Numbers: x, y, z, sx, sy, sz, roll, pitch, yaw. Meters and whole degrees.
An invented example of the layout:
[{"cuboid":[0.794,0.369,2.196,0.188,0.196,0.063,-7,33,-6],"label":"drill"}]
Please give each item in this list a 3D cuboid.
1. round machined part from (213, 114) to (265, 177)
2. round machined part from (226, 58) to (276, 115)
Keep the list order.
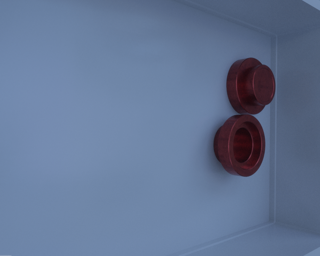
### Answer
[{"cuboid":[0.124,0.027,0.500,0.099,0.042,0.097,0,90,-40],"label":"round machined part"},{"cuboid":[0.161,-0.072,0.530,0.099,0.042,0.097,0,90,-40],"label":"round machined part"}]
